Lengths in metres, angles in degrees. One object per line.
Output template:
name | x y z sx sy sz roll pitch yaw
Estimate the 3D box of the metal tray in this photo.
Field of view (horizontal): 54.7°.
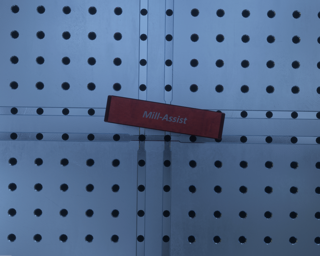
metal tray | 0.005 -0.012 0.380 0.131 0.090 0.030 9 90 -1
